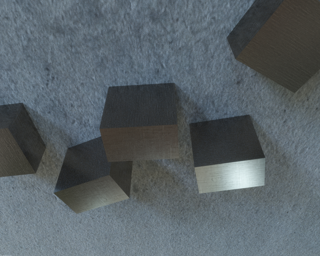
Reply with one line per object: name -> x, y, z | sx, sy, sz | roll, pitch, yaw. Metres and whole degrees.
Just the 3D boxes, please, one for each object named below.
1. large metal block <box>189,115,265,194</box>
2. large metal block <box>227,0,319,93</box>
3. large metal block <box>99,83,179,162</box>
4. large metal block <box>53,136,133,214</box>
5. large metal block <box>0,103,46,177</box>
large metal block -> 0.084, 0.032, 0.400 | 0.080, 0.080, 0.050 | -9, 130, 7
large metal block -> 0.129, -0.094, 0.313 | 0.080, 0.050, 0.080 | 24, 126, -20
large metal block -> -0.021, -0.008, 0.364 | 0.080, 0.080, 0.050 | -3, 130, 2
large metal block -> -0.086, 0.059, 0.421 | 0.080, 0.080, 0.050 | -19, 128, 15
large metal block -> -0.209, 0.018, 0.403 | 0.080, 0.050, 0.080 | -7, 130, 5
